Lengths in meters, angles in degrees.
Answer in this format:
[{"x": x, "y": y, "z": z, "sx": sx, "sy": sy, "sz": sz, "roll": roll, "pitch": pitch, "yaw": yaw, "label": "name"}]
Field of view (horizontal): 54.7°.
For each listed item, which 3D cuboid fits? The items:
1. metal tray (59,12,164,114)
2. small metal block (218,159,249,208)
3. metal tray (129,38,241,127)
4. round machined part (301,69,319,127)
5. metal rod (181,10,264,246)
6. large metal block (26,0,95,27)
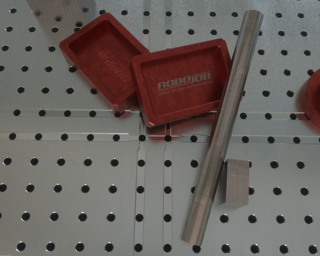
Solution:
[{"x": -0.068, "y": -0.095, "z": 0.442, "sx": 0.090, "sy": 0.030, "sz": 0.130, "roll": -40, "pitch": 75, "yaw": -14, "label": "metal tray"}, {"x": 0.088, "y": 0.069, "z": 0.375, "sx": 0.025, "sy": 0.050, "sz": 0.050, "roll": 7, "pitch": 70, "yaw": 2, "label": "small metal block"}, {"x": 0.034, "y": -0.060, "z": 0.409, "sx": 0.131, "sy": 0.030, "sz": 0.090, "roll": -15, "pitch": 88, "yaw": -13, "label": "metal tray"}, {"x": 0.250, "y": -0.044, "z": 0.422, "sx": 0.099, "sy": 0.042, "sz": 0.098, "roll": 0, "pitch": 70, "yaw": -1, "label": "round machined part"}, {"x": 0.080, "y": -0.007, "z": 0.386, "sx": 0.025, "sy": 0.025, "sz": 0.299, "roll": 16, "pitch": 81, "yaw": 5, "label": "metal rod"}, {"x": -0.147, "y": -0.197, "z": 0.453, "sx": 0.080, "sy": 0.080, "sz": 0.050, "roll": 9, "pitch": 70, "yaw": 3, "label": "large metal block"}]
